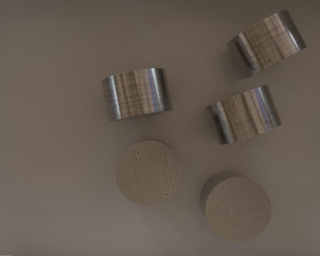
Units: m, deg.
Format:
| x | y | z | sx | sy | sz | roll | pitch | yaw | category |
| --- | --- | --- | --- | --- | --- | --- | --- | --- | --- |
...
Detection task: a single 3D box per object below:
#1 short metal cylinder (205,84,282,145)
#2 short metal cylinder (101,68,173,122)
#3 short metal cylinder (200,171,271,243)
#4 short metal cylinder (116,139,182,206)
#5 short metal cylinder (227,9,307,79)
| x | y | z | sx | sy | sz | roll | pitch | yaw | category |
| --- | --- | --- | --- | --- | --- | --- | --- | --- | --- |
| 0.103 | -0.017 | 0.385 | 0.080 | 0.080 | 0.050 | -20 | 90 | 0 | short metal cylinder |
| -0.028 | -0.039 | 0.384 | 0.080 | 0.080 | 0.050 | -11 | 90 | 0 | short metal cylinder |
| 0.095 | 0.099 | 0.400 | 0.081 | 0.050 | 0.079 | 0 | 90 | -1 | short metal cylinder |
| -0.013 | 0.054 | 0.399 | 0.081 | 0.050 | 0.079 | 0 | 90 | -1 | short metal cylinder |
| 0.132 | -0.102 | 0.386 | 0.080 | 0.080 | 0.050 | -27 | 90 | 0 | short metal cylinder |
